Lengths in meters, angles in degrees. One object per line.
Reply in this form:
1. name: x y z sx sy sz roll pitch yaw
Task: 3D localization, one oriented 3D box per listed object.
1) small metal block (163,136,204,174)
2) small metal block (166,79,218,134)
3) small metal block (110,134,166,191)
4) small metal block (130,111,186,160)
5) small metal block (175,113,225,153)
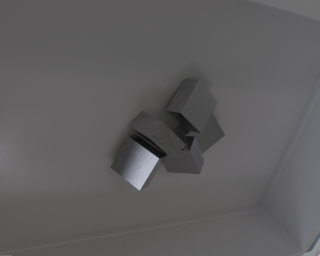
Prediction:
1. small metal block: 0.028 0.037 0.429 0.050 0.050 0.025 64 37 -39
2. small metal block: 0.043 -0.028 0.403 0.050 0.025 0.050 41 71 -39
3. small metal block: -0.028 0.044 0.401 0.050 0.050 0.025 -60 163 14
4. small metal block: -0.003 0.009 0.392 0.025 0.050 0.050 -51 127 -7
5. small metal block: 0.058 0.005 0.443 0.050 0.025 0.050 -39 130 -2
